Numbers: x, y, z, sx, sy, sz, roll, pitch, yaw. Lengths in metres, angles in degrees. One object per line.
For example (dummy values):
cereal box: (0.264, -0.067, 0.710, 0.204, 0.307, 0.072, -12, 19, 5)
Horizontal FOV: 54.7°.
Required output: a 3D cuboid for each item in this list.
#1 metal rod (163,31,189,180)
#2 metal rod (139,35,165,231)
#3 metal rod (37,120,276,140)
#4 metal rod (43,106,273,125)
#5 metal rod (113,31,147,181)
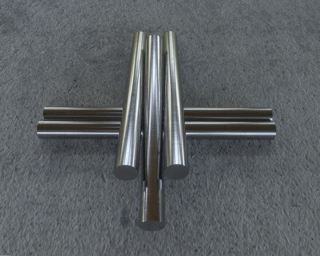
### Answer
metal rod: (0.017, -0.056, 0.424, 0.025, 0.025, 0.300, 0, 42, 0)
metal rod: (-0.008, -0.022, 0.389, 0.025, 0.025, 0.300, 0, 50, -1)
metal rod: (-0.004, 0.003, 0.403, 0.302, 0.025, 0.025, 0, 50, -1)
metal rod: (-0.002, -0.016, 0.419, 0.302, 0.025, 0.025, 0, 50, -1)
metal rod: (-0.034, -0.055, 0.423, 0.025, 0.025, 0.300, 0, 42, 0)
